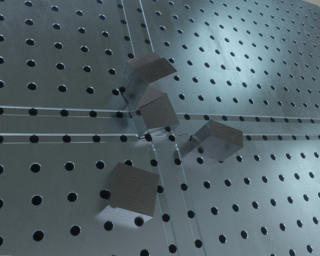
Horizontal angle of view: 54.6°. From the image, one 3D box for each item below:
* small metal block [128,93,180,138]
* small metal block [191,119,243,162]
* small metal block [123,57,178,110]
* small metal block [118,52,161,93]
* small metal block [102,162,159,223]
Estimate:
[{"bbox_3d":[-0.009,-0.018,0.414,0.050,0.025,0.050,-9,67,-32],"label":"small metal block"},{"bbox_3d":[0.077,0.019,0.421,0.050,0.050,0.025,19,54,-17],"label":"small metal block"},{"bbox_3d":[-0.013,-0.055,0.387,0.050,0.050,0.025,-31,74,-39],"label":"small metal block"},{"bbox_3d":[-0.024,-0.070,0.419,0.050,0.050,0.025,-27,66,-37],"label":"small metal block"},{"bbox_3d":[-0.032,0.072,0.347,0.050,0.025,0.050,20,54,-16],"label":"small metal block"}]
